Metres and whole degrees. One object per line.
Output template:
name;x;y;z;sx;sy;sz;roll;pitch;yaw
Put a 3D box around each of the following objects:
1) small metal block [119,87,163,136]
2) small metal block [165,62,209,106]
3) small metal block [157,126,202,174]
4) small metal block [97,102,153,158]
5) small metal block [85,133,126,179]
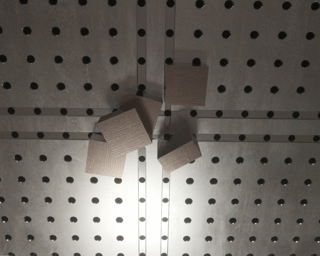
small metal block;-0.028;-0.020;0.406;0.050;0.025;0.050;16;109;-7
small metal block;0.033;-0.056;0.393;0.050;0.025;0.050;2;110;-2
small metal block;0.024;0.028;0.411;0.050;0.050;0.025;-29;108;10
small metal block;-0.043;0.003;0.387;0.050;0.025;0.050;-22;109;7
small metal block;-0.073;0.038;0.426;0.050;0.025;0.050;10;110;-4
